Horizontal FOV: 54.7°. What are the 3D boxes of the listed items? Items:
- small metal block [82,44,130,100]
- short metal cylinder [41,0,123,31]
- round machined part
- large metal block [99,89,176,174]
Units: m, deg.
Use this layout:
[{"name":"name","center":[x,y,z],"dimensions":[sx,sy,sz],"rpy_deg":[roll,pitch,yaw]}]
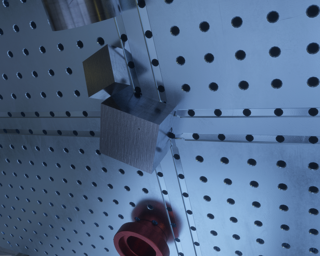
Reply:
[{"name":"small metal block","center":[-0.068,-0.069,0.390],"dimensions":[0.050,0.025,0.050],"rpy_deg":[-23,74,36]},{"name":"short metal cylinder","center":[-0.085,-0.140,0.334],"dimensions":[0.080,0.080,0.050],"rpy_deg":[1,119,28]},{"name":"round machined part","center":[-0.028,0.200,0.539],"dimensions":[0.098,0.042,0.097],"rpy_deg":[13,124,21]},{"name":"large metal block","center":[-0.032,0.003,0.414],"dimensions":[0.080,0.050,0.079],"rpy_deg":[21,126,16]}]
